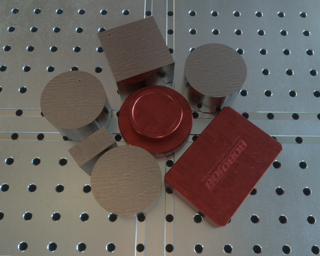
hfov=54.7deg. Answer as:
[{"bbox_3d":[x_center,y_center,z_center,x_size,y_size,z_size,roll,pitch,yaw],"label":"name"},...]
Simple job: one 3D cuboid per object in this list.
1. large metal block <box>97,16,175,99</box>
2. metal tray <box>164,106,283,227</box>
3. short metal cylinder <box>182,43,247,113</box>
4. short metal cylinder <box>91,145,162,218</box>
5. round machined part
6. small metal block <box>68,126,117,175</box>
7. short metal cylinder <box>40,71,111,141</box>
[{"bbox_3d":[-0.033,-0.098,0.434,0.080,0.050,0.080,-20,71,-7],"label":"large metal block"},{"bbox_3d":[0.079,0.047,0.391,0.090,0.030,0.130,39,74,13],"label":"metal tray"},{"bbox_3d":[0.072,-0.067,0.423,0.081,0.050,0.080,0,70,0],"label":"short metal cylinder"},{"bbox_3d":[-0.038,0.066,0.373,0.081,0.050,0.080,0,70,0],"label":"short metal cylinder"},{"bbox_3d":[-0.006,-0.013,0.407,0.099,0.042,0.098,0,70,0],"label":"round machined part"},{"bbox_3d":[-0.080,0.029,0.386,0.050,0.050,0.025,-36,74,-12],"label":"small metal block"},{"bbox_3d":[-0.108,-0.028,0.407,0.081,0.050,0.080,0,70,0],"label":"short metal cylinder"}]
